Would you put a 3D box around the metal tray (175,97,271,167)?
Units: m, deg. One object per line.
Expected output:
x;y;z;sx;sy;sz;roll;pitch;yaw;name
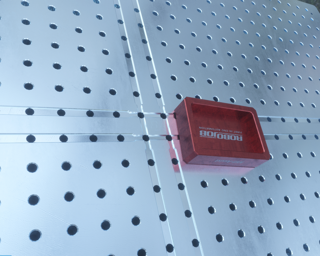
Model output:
0.091;0.007;0.451;0.131;0.030;0.090;6;59;-25;metal tray
